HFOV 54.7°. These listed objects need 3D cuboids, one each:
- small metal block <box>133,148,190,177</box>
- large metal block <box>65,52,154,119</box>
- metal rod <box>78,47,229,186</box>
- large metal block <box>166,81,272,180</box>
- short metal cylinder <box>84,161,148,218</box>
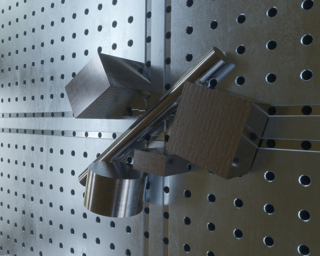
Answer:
[{"bbox_3d":[0.003,0.041,0.389,0.050,0.050,0.025,7,95,39],"label":"small metal block"},{"bbox_3d":[-0.070,-0.054,0.430,0.080,0.081,0.050,-35,69,34],"label":"large metal block"},{"bbox_3d":[-0.027,0.001,0.428,0.299,0.025,0.025,-41,65,32],"label":"metal rod"},{"bbox_3d":[0.062,0.000,0.337,0.080,0.050,0.079,25,105,37],"label":"large metal block"},{"bbox_3d":[-0.059,0.080,0.419,0.080,0.081,0.050,15,100,38],"label":"short metal cylinder"}]
